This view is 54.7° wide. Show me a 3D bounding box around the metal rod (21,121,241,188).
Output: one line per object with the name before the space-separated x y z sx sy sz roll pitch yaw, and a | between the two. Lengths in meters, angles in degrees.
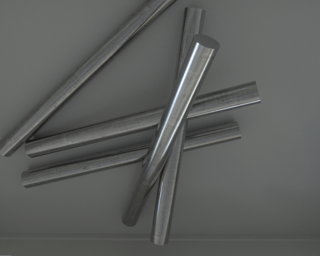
metal rod | -0.042 0.038 0.424 0.302 0.025 0.025 -13 110 4

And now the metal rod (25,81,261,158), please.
metal rod | -0.035 -0.005 0.376 0.301 0.025 0.025 -13 110 17

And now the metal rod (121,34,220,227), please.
metal rod | -0.002 0.030 0.368 0.025 0.025 0.298 17 130 -7

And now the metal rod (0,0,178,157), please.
metal rod | -0.098 -0.064 0.386 0.300 0.025 0.025 -40 106 13

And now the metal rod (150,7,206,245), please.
metal rod | 0.020 0.007 0.390 0.025 0.025 0.298 8 101 -3
